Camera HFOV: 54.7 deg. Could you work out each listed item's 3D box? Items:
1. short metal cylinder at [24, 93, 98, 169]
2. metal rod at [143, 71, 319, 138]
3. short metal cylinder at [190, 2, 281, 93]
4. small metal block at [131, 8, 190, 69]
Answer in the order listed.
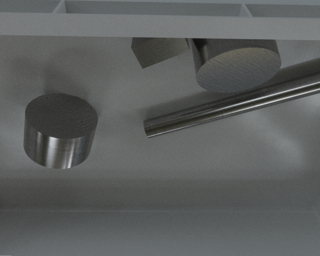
[{"bbox_3d":[-0.120,0.002,0.373,0.081,0.080,0.050,14,129,-12],"label":"short metal cylinder"},{"bbox_3d":[0.125,-0.037,0.379,0.301,0.025,0.025,-15,129,12],"label":"metal rod"},{"bbox_3d":[0.073,-0.076,0.308,0.081,0.050,0.080,-4,158,-1],"label":"short metal cylinder"},{"bbox_3d":[0.000,-0.092,0.315,0.050,0.050,0.025,-18,128,14],"label":"small metal block"}]
